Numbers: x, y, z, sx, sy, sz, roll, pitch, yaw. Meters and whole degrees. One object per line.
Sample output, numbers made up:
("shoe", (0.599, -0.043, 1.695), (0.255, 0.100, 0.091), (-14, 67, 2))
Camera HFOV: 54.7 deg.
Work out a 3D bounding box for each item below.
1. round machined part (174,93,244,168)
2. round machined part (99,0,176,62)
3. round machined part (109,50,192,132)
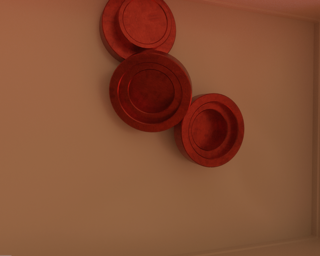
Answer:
("round machined part", (0.063, 0.002, 0.423), (0.099, 0.042, 0.097), (-2, 94, -24))
("round machined part", (-0.024, -0.130, 0.393), (0.099, 0.042, 0.097), (0, 90, -20))
("round machined part", (-0.009, -0.047, 0.383), (0.099, 0.042, 0.097), (3, 113, 6))
